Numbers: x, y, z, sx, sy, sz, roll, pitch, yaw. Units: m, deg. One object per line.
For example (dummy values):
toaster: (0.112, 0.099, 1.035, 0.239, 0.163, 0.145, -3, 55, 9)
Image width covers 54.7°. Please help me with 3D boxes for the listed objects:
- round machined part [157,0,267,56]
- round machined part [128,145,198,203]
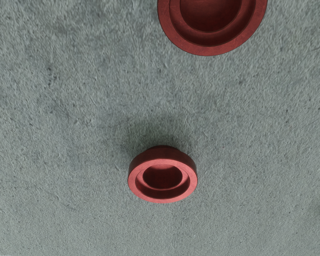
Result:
round machined part: (0.047, -0.122, 0.293, 0.099, 0.042, 0.097, 0, 130, 0)
round machined part: (0.004, 0.063, 0.450, 0.099, 0.042, 0.097, 0, 130, 0)
